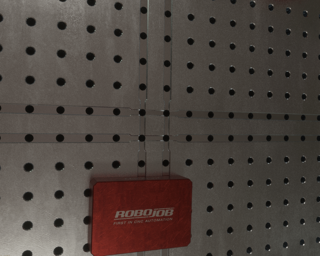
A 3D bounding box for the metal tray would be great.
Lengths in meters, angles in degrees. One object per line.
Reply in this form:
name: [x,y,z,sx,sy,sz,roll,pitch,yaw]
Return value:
metal tray: [-0.024,0.110,0.402,0.131,0.030,0.089,2,90,-21]
